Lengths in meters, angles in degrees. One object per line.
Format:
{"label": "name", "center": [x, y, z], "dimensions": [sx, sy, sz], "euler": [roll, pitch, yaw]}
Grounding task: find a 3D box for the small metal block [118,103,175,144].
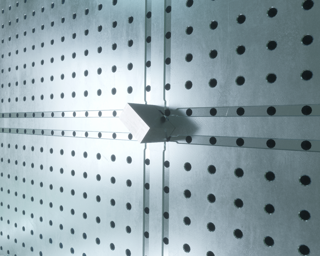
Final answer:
{"label": "small metal block", "center": [-0.017, -0.007, 0.405], "dimensions": [0.050, 0.050, 0.025], "euler": [47, 118, 29]}
